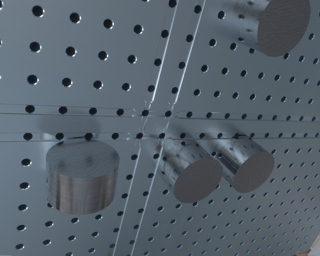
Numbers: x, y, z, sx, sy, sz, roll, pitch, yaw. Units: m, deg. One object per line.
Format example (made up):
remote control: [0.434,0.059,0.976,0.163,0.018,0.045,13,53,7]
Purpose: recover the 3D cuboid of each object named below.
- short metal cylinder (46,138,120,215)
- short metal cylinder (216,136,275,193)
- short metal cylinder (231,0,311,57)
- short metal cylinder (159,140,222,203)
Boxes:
short metal cylinder: [-0.090,0.054,0.361,0.081,0.080,0.050,-4,120,-27]
short metal cylinder: [0.139,0.060,0.511,0.081,0.050,0.079,-14,125,-21]
short metal cylinder: [0.138,-0.136,0.389,0.081,0.050,0.079,-14,125,-21]
short metal cylinder: [0.045,0.065,0.462,0.081,0.050,0.079,-14,125,-21]
